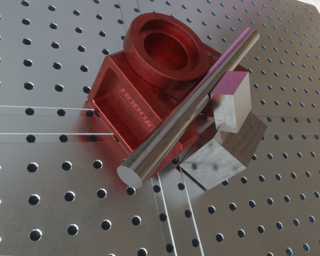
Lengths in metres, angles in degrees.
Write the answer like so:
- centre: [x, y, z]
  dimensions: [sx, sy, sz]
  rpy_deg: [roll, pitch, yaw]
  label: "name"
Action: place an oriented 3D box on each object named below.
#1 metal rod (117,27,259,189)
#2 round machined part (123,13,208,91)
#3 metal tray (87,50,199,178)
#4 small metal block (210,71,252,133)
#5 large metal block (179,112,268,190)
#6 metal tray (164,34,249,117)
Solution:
- centre: [0.053, -0.046, 0.350]
  dimensions: [0.025, 0.025, 0.301]
  rpy_deg: [42, 51, 0]
  label: "metal rod"
- centre: [0.003, -0.084, 0.363]
  dimensions: [0.099, 0.042, 0.098]
  rpy_deg: [14, 56, -21]
  label: "round machined part"
- centre: [-0.025, -0.014, 0.362]
  dimensions: [0.030, 0.090, 0.130]
  rpy_deg: [-33, 81, -38]
  label: "metal tray"
- centre: [0.082, -0.030, 0.352]
  dimensions: [0.025, 0.050, 0.050]
  rpy_deg: [9, 42, 32]
  label: "small metal block"
- centre: [0.081, 0.023, 0.400]
  dimensions: [0.050, 0.080, 0.080]
  rpy_deg: [42, 51, 0]
  label: "large metal block"
- centre: [0.046, -0.075, 0.438]
  dimensions: [0.131, 0.090, 0.030]
  rpy_deg: [28, 53, -11]
  label: "metal tray"
